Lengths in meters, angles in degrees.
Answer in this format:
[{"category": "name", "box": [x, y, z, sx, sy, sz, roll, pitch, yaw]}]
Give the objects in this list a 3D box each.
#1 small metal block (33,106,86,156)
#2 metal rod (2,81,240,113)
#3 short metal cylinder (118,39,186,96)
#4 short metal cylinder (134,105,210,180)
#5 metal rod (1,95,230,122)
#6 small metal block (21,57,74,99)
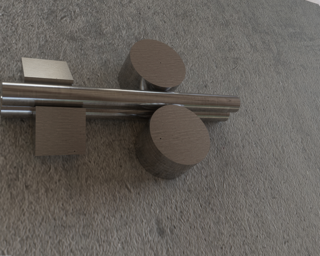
[{"category": "small metal block", "box": [-0.108, 0.003, 0.332, 0.050, 0.025, 0.050, 1, 88, -29]}, {"category": "metal rod", "box": [-0.025, -0.035, 0.381, 0.303, 0.025, 0.025, 0, 62, -28]}, {"category": "short metal cylinder", "box": [-0.012, -0.075, 0.428, 0.081, 0.050, 0.080, 14, 56, -21]}, {"category": "short metal cylinder", "box": [0.014, 0.018, 0.386, 0.081, 0.050, 0.080, 14, 56, -21]}, {"category": "metal rod", "box": [-0.035, -0.022, 0.400, 0.303, 0.025, 0.025, 0, 62, -28]}, {"category": "small metal block", "box": [-0.131, -0.057, 0.357, 0.050, 0.025, 0.050, 0, 35, -28]}]
